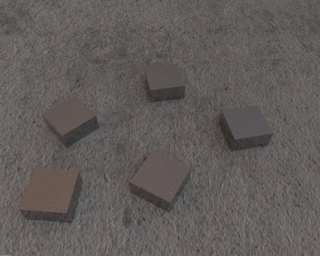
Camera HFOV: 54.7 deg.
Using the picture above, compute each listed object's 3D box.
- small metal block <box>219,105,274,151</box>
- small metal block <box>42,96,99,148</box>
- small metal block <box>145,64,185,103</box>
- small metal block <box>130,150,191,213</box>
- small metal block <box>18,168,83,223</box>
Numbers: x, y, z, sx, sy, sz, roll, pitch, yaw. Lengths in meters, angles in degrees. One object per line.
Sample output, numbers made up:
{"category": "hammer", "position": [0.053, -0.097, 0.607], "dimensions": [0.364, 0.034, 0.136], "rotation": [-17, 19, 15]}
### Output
{"category": "small metal block", "position": [0.111, 0.000, 0.404], "dimensions": [0.050, 0.025, 0.050], "rotation": [-9, 51, -7]}
{"category": "small metal block", "position": [-0.118, -0.009, 0.410], "dimensions": [0.050, 0.025, 0.050], "rotation": [-35, 59, -26]}
{"category": "small metal block", "position": [0.006, -0.067, 0.459], "dimensions": [0.050, 0.025, 0.050], "rotation": [-8, 51, -7]}
{"category": "small metal block", "position": [0.001, 0.060, 0.353], "dimensions": [0.050, 0.025, 0.050], "rotation": [23, 54, 18]}
{"category": "small metal block", "position": [-0.118, 0.074, 0.340], "dimensions": [0.050, 0.025, 0.050], "rotation": [4, 50, 3]}
